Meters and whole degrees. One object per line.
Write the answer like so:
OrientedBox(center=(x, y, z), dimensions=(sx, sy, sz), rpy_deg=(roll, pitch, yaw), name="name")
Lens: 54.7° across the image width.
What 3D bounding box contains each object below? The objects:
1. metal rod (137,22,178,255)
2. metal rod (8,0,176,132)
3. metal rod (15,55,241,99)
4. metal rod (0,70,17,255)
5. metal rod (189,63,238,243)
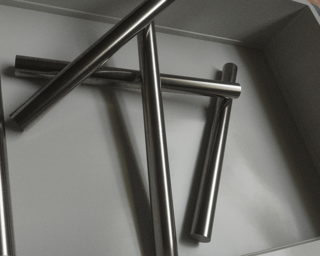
OrientedBox(center=(-0.007, -0.003, 0.370), dimensions=(0.025, 0.025, 0.299), rpy_deg=(4, 70, -27), name="metal rod")
OrientedBox(center=(-0.052, -0.109, 0.373), dimensions=(0.025, 0.025, 0.301), rpy_deg=(43, 73, 1), name="metal rod")
OrientedBox(center=(-0.026, -0.064, 0.413), dimensions=(0.302, 0.025, 0.025), rpy_deg=(3, 60, -21), name="metal rod")
OrientedBox(center=(-0.174, -0.011, 0.318), dimensions=(0.025, 0.025, 0.299), rpy_deg=(-3, 63, -30), name="metal rod")
OrientedBox(center=(0.083, 0.012, 0.442), dimensions=(0.025, 0.025, 0.300), rpy_deg=(27, 52, -12), name="metal rod")
